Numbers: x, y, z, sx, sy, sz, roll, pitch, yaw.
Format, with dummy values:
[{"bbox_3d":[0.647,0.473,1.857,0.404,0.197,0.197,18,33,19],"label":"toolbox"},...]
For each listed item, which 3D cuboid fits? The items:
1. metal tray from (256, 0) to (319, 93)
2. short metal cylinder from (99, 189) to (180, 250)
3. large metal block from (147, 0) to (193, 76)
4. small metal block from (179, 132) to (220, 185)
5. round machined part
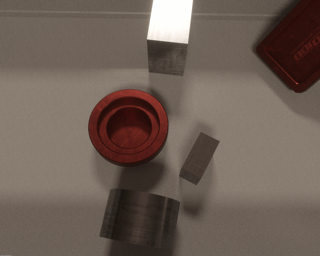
[{"bbox_3d":[0.206,-0.121,0.408,0.030,0.129,0.090,-17,64,-52],"label":"metal tray"},{"bbox_3d":[-0.021,0.101,0.343,0.080,0.080,0.050,9,71,3],"label":"short metal cylinder"},{"bbox_3d":[0.014,-0.129,0.428,0.050,0.080,0.080,7,70,2],"label":"large metal block"},{"bbox_3d":[0.048,0.039,0.383,0.025,0.050,0.050,27,72,9],"label":"small metal block"},{"bbox_3d":[-0.039,0.003,0.399,0.099,0.042,0.098,0,70,-1],"label":"round machined part"}]
